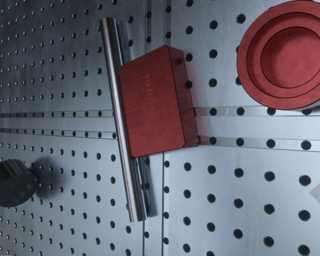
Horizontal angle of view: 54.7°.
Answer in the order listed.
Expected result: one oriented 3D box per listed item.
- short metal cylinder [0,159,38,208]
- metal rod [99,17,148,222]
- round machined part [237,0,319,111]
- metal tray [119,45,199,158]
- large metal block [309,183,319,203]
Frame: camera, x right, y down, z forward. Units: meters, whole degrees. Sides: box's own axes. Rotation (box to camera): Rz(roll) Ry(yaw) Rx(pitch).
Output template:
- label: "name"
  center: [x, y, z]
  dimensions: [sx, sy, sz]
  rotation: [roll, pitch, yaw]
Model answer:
- label: "short metal cylinder"
  center: [-0.291, 0.108, 0.609]
  dimensions: [0.050, 0.081, 0.079]
  rotation: [36, 112, 34]
- label: "metal rod"
  center: [-0.055, -0.017, 0.451]
  dimensions: [0.025, 0.025, 0.298]
  rotation: [-16, 80, 38]
- label: "round machined part"
  center: [0.127, -0.065, 0.293]
  dimensions: [0.098, 0.042, 0.097]
  rotation: [0, 90, 39]
- label: "metal tray"
  center: [-0.004, -0.031, 0.408]
  dimensions: [0.090, 0.030, 0.129]
  rotation: [-15, 80, 38]
- label: "large metal block"
  center: [0.184, 0.052, 0.241]
  dimensions: [0.080, 0.050, 0.080]
  rotation: [51, 119, 27]
